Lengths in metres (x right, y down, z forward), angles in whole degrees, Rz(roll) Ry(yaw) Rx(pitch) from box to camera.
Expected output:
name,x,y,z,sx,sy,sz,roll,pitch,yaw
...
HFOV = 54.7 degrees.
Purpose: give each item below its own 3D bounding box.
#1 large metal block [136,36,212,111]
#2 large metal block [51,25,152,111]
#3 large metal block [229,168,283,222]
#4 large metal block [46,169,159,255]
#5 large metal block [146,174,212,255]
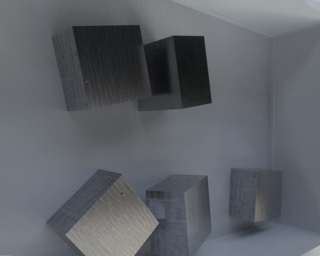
name,x,y,z,sx,sy,sz,roll,pitch,yaw
large metal block,0.012,-0.065,0.383,0.050,0.080,0.079,-14,99,-40
large metal block,-0.062,-0.066,0.340,0.081,0.050,0.079,-17,101,-39
large metal block,0.165,0.112,0.533,0.081,0.050,0.080,6,86,-40
large metal block,-0.060,0.104,0.342,0.080,0.050,0.080,-47,118,-30
large metal block,0.027,0.109,0.398,0.080,0.050,0.079,-13,99,-62
